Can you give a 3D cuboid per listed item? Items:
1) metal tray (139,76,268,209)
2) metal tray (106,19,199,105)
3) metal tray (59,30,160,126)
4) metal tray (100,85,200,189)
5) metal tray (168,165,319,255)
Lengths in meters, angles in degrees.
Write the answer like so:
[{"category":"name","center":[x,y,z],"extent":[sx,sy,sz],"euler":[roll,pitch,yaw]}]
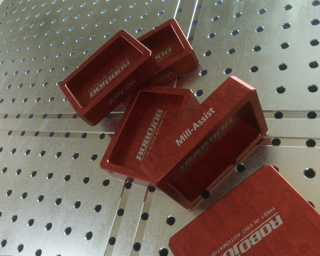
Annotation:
[{"category":"metal tray","center":[0.052,0.020,0.326],"extent":[0.130,0.090,0.030],"euler":[-44,51,-3]},{"category":"metal tray","center":[-0.017,-0.102,0.474],"extent":[0.130,0.030,0.090],"euler":[-28,52,10]},{"category":"metal tray","center":[-0.075,-0.075,0.449],"extent":[0.130,0.030,0.090],"euler":[-42,51,-1]},{"category":"metal tray","center":[-0.012,0.007,0.405],"extent":[0.090,0.030,0.130],"euler":[10,66,32]},{"category":"metal tray","center":[0.084,0.109,0.294],"extent":[0.130,0.030,0.090],"euler":[-38,51,2]}]
